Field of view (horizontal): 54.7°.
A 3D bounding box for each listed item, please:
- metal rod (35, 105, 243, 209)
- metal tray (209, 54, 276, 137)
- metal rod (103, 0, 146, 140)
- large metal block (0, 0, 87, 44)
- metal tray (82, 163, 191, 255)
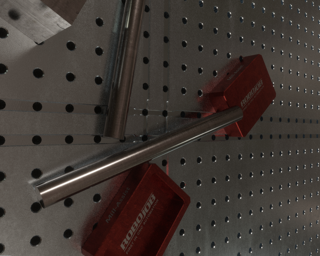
[{"bbox_3d":[-0.002,0.023,0.391,0.302,0.025,0.025,-21,104,-33],"label":"metal rod"},{"bbox_3d":[0.146,-0.056,0.531,0.131,0.030,0.090,-45,117,-31],"label":"metal tray"},{"bbox_3d":[-0.033,-0.135,0.382,0.025,0.025,0.298,14,81,-40],"label":"metal rod"},{"bbox_3d":[-0.102,-0.133,0.289,0.050,0.080,0.080,36,68,-35],"label":"large metal block"},{"bbox_3d":[-0.023,0.119,0.388,0.090,0.030,0.130,48,62,-30],"label":"metal tray"}]
